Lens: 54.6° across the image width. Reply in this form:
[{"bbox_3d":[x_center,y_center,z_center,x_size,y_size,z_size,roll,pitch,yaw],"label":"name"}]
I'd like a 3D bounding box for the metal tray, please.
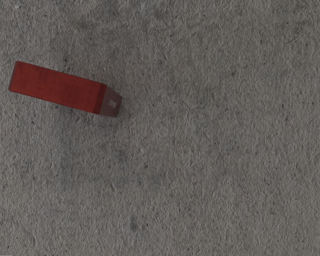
[{"bbox_3d":[-0.098,-0.039,0.357,0.090,0.130,0.030,15,90,0],"label":"metal tray"}]
